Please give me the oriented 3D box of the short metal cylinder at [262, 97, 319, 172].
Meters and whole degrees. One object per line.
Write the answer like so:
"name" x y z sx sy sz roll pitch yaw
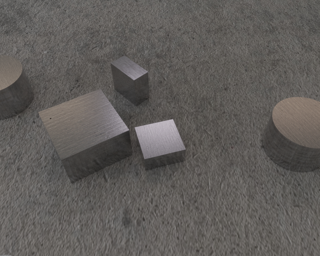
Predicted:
"short metal cylinder" 0.173 0.008 0.382 0.081 0.050 0.080 0 50 0

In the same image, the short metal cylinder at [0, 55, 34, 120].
"short metal cylinder" -0.226 -0.057 0.433 0.081 0.050 0.080 0 50 0

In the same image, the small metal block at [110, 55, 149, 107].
"small metal block" -0.042 -0.067 0.443 0.025 0.050 0.050 -36 59 -26

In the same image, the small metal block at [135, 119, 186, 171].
"small metal block" -0.001 0.020 0.386 0.050 0.025 0.050 -12 51 -11

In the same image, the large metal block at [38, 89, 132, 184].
"large metal block" -0.090 0.008 0.380 0.081 0.050 0.080 -25 54 -20
